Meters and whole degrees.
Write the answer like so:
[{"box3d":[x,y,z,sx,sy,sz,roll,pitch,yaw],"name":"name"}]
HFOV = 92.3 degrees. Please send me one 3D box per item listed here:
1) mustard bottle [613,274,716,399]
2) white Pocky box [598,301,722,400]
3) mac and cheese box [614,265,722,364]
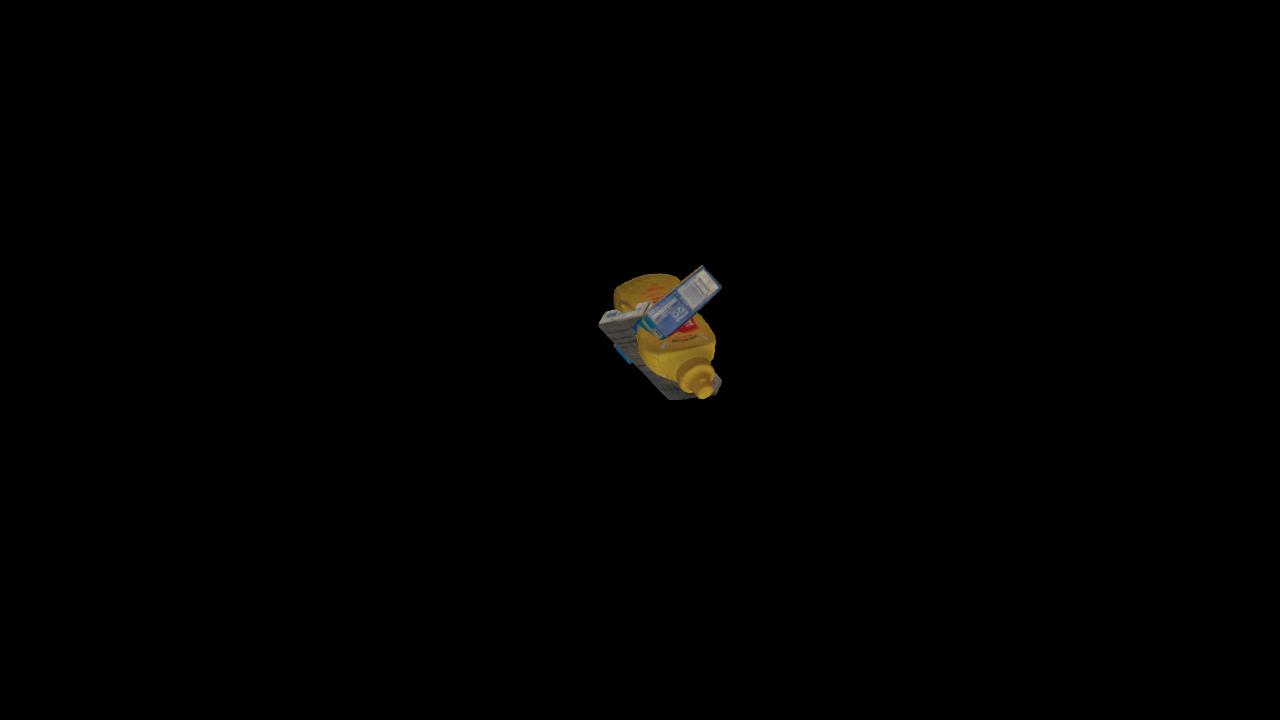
[{"box3d":[0.039,-0.025,0.708,0.092,0.054,0.184,-8,46,-21],"name":"mustard bottle"},{"box3d":[0.026,-0.007,0.762,0.084,0.028,0.154,-9,-46,46],"name":"white Pocky box"},{"box3d":[0.028,-0.050,0.756,0.093,0.041,0.184,-43,2,-17],"name":"mac and cheese box"}]
